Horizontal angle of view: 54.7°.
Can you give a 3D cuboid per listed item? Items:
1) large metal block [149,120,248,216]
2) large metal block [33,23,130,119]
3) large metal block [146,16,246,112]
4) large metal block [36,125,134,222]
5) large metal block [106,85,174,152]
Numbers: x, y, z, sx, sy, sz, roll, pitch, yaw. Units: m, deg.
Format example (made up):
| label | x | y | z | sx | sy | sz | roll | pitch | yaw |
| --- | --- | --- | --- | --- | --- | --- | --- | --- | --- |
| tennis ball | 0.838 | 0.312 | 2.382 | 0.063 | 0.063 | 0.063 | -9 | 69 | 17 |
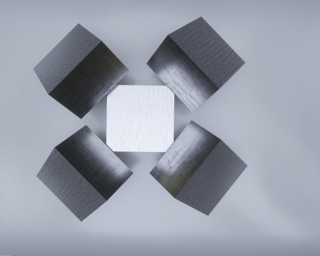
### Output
| label | x | y | z | sx | sy | sz | roll | pitch | yaw |
| --- | --- | --- | --- | --- | --- | --- | --- | --- | --- |
| large metal block | 0.049 | 0.050 | 0.376 | 0.080 | 0.050 | 0.080 | -52 | 135 | -1 |
| large metal block | -0.097 | -0.070 | 0.373 | 0.080 | 0.080 | 0.050 | -46 | 134 | 0 |
| large metal block | 0.045 | -0.079 | 0.377 | 0.080 | 0.050 | 0.080 | 47 | 47 | 0 |
| large metal block | -0.093 | 0.057 | 0.376 | 0.080 | 0.050 | 0.080 | 46 | 134 | -1 |
| large metal block | -0.023 | -0.011 | 0.396 | 0.081 | 0.050 | 0.080 | 1 | 90 | 0 |
